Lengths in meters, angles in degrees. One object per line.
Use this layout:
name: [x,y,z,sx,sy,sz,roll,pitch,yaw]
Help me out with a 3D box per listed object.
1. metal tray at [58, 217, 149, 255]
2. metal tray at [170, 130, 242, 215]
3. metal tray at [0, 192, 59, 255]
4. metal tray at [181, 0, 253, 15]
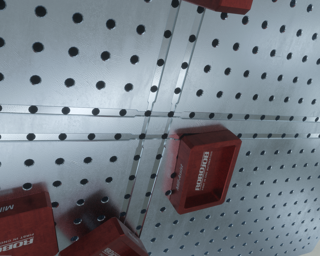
metal tray: [-0.077,0.189,0.460,0.090,0.030,0.130,-32,143,-7]
metal tray: [0.070,0.070,0.488,0.091,0.030,0.129,-6,121,-25]
metal tray: [-0.199,0.136,0.383,0.131,0.030,0.089,-10,123,-23]
metal tray: [0.036,-0.157,0.266,0.030,0.130,0.089,-4,121,-26]
